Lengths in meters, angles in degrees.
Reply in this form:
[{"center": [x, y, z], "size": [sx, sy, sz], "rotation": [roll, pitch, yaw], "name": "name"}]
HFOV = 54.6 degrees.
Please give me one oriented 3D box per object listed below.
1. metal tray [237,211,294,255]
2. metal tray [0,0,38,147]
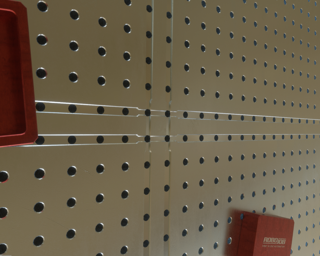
[{"center": [0.197, 0.207, 0.570], "size": [0.131, 0.030, 0.090], "rotation": [19, 78, -38], "name": "metal tray"}, {"center": [-0.162, -0.047, 0.269], "size": [0.091, 0.030, 0.129], "rotation": [-7, 94, -40], "name": "metal tray"}]
